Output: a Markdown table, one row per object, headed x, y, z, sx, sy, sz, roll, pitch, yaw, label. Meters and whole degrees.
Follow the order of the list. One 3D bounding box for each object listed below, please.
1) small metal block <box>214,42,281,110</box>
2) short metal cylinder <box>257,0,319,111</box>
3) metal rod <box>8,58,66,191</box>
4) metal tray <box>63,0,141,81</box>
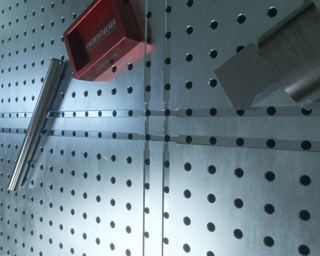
| x | y | z | sx | sy | sz | roll | pitch | yaw | label |
| --- | --- | --- | --- | --- | --- | --- | --- | --- | --- |
| 0.094 | -0.054 | 0.331 | 0.050 | 0.025 | 0.050 | -37 | 68 | 33 | small metal block |
| 0.130 | -0.062 | 0.266 | 0.050 | 0.081 | 0.080 | -36 | 68 | 34 | short metal cylinder |
| -0.247 | 0.004 | 0.608 | 0.025 | 0.025 | 0.298 | 42 | 115 | 32 | metal rod |
| -0.095 | -0.142 | 0.481 | 0.130 | 0.030 | 0.090 | -29 | 72 | 36 | metal tray |
